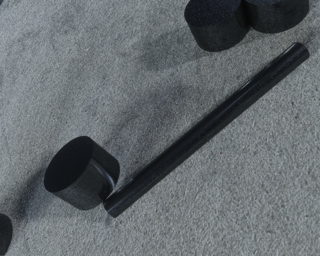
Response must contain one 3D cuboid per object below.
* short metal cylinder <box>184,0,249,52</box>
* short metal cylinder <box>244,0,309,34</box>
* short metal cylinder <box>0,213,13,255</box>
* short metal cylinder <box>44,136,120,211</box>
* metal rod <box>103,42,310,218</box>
[{"bbox_3d":[0.081,-0.156,0.441,0.080,0.050,0.080,-13,56,21],"label":"short metal cylinder"},{"bbox_3d":[0.154,-0.174,0.414,0.080,0.050,0.080,-13,56,20],"label":"short metal cylinder"},{"bbox_3d":[-0.255,0.152,0.428,0.080,0.050,0.080,-13,56,21],"label":"short metal cylinder"},{"bbox_3d":[-0.098,0.057,0.393,0.080,0.050,0.080,-24,41,23],"label":"short metal cylinder"},{"bbox_3d":[0.054,0.003,0.373,0.300,0.025,0.025,-40,51,1],"label":"metal rod"}]
